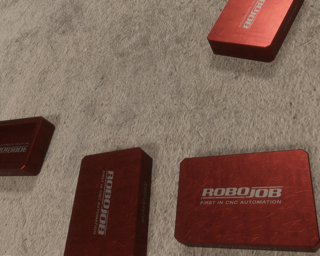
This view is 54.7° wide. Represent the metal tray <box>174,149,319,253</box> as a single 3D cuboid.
[{"bbox_3d":[0.083,0.073,0.312,0.130,0.030,0.090,-7,59,24],"label":"metal tray"}]

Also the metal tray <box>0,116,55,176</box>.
[{"bbox_3d":[-0.242,0.031,0.505,0.130,0.030,0.090,-5,60,25],"label":"metal tray"}]

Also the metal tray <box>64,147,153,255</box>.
[{"bbox_3d":[-0.059,0.092,0.374,0.090,0.030,0.130,-10,57,22],"label":"metal tray"}]

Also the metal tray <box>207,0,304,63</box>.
[{"bbox_3d":[0.134,-0.155,0.425,0.090,0.030,0.130,20,72,35],"label":"metal tray"}]
